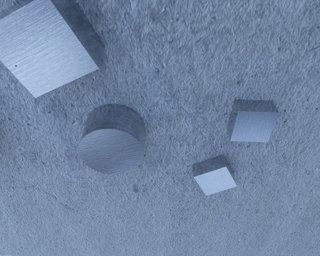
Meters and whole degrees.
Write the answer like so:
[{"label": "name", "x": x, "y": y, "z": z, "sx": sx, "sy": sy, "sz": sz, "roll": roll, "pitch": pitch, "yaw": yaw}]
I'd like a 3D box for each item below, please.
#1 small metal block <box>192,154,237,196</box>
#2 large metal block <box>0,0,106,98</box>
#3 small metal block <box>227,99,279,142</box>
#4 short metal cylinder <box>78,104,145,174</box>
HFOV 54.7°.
[{"label": "small metal block", "x": 0.083, "y": 0.072, "z": 0.470, "sx": 0.050, "sy": 0.025, "sz": 0.050, "roll": -22, "pitch": 127, "yaw": 17}, {"label": "large metal block", "x": -0.114, "y": -0.089, "z": 0.314, "sx": 0.080, "sy": 0.050, "sz": 0.080, "roll": -21, "pitch": 128, "yaw": 16}, {"label": "small metal block", "x": 0.119, "y": -0.009, "z": 0.402, "sx": 0.050, "sy": 0.025, "sz": 0.050, "roll": 2, "pitch": 130, "yaw": -2}, {"label": "short metal cylinder", "x": -0.061, "y": 0.015, "z": 0.403, "sx": 0.081, "sy": 0.050, "sz": 0.079, "roll": 0, "pitch": 130, "yaw": 0}]
